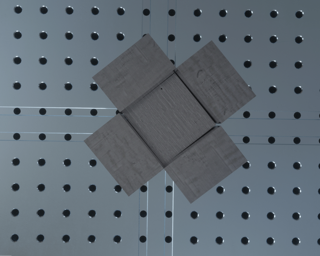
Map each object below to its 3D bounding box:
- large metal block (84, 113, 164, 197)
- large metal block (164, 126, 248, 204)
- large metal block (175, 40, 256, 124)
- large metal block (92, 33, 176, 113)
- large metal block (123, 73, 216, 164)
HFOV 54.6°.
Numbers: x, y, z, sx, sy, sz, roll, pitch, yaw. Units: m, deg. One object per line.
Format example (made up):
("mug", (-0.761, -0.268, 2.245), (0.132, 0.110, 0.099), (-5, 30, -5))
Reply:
("large metal block", (-0.040, 0.029, 0.385), (0.050, 0.080, 0.080), (-39, 91, 0))
("large metal block", (0.052, 0.041, 0.387), (0.080, 0.080, 0.050), (-37, 90, 0))
("large metal block", (0.063, -0.052, 0.386), (0.050, 0.080, 0.080), (-39, 91, 0))
("large metal block", (-0.029, -0.062, 0.386), (0.080, 0.080, 0.050), (-38, 90, 0))
("large metal block", (0.012, -0.011, 0.400), (0.080, 0.050, 0.080), (-38, 89, 2))
